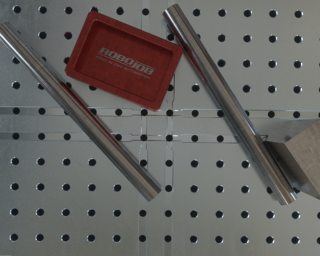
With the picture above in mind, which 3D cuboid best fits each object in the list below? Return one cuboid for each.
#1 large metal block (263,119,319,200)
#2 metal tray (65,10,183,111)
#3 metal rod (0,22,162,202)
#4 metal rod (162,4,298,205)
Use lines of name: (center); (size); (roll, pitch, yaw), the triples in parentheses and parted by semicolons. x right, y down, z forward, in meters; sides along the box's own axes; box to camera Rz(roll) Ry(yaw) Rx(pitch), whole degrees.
large metal block: (0.183, 0.036, 0.387); (0.050, 0.080, 0.080); (-34, 90, 0)
metal tray: (-0.046, -0.086, 0.410); (0.131, 0.030, 0.090); (22, 90, 0)
metal rod: (-0.108, -0.021, 0.412); (0.025, 0.025, 0.300); (-42, 90, 0)
metal rod: (0.093, -0.031, 0.413); (0.025, 0.025, 0.299); (-32, 90, 0)
